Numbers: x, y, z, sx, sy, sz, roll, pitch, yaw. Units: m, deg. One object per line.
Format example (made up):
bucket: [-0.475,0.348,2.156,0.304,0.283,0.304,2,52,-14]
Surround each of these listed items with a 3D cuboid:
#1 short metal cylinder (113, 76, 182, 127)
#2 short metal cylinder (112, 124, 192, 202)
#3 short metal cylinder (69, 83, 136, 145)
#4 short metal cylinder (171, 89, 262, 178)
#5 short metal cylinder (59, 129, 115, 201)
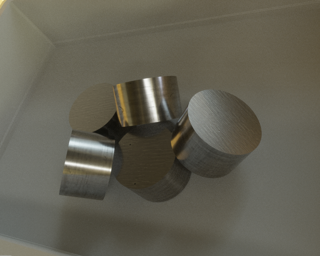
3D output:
short metal cylinder: [-0.015,-0.033,0.385,0.080,0.080,0.050,-8,94,24]
short metal cylinder: [-0.009,0.041,0.366,0.080,0.050,0.080,-13,56,20]
short metal cylinder: [-0.079,-0.016,0.436,0.080,0.050,0.080,-13,56,20]
short metal cylinder: [0.058,0.006,0.327,0.081,0.050,0.080,11,52,-14]
short metal cylinder: [-0.089,0.045,0.377,0.050,0.080,0.080,11,59,-14]
